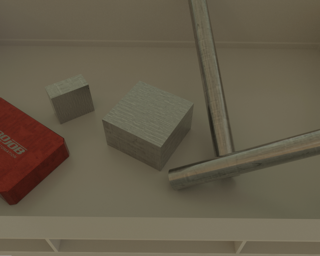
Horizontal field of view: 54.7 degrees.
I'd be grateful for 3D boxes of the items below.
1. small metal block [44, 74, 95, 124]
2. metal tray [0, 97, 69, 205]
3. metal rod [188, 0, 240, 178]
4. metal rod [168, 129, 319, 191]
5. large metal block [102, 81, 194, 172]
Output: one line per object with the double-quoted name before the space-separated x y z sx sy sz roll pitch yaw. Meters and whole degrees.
"small metal block" -0.121 -0.039 0.420 0.050 0.050 0.025 -25 55 -20
"metal tray" -0.191 0.022 0.380 0.130 0.030 0.090 29 55 21
"metal rod" 0.063 -0.086 0.401 0.025 0.025 0.299 -6 74 -5
"metal rod" 0.152 0.016 0.313 0.301 0.025 0.025 -18 48 17
"large metal block" -0.013 -0.005 0.393 0.080 0.050 0.080 25 54 19
